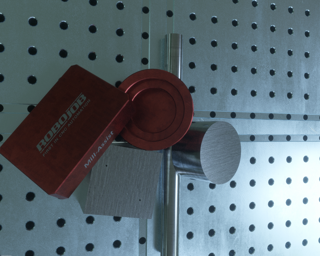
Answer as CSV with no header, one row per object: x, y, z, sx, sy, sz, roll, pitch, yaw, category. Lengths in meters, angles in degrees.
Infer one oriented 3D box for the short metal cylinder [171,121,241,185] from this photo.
0.062,0.031,0.408,0.081,0.050,0.079,0,91,-40,short metal cylinder

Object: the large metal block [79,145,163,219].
-0.049,0.062,0.381,0.081,0.050,0.080,11,86,-20,large metal block

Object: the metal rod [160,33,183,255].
0.016,0.024,0.419,0.025,0.025,0.298,1,90,-20,metal rod

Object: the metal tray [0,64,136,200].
-0.101,0.001,0.347,0.090,0.030,0.130,32,77,22,metal tray

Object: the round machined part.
-0.008,-0.021,0.387,0.099,0.042,0.097,0,89,5,round machined part
